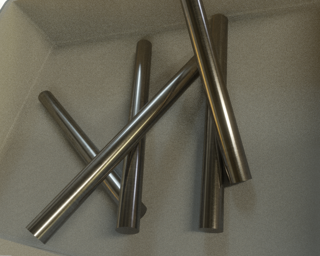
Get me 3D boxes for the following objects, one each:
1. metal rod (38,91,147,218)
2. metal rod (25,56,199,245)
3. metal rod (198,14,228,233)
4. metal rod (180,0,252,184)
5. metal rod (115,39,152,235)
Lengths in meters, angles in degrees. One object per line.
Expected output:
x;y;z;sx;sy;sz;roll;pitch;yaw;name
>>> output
-0.114;0.022;0.451;0.025;0.025;0.300;-46;51;-4;metal rod
-0.030;0.004;0.366;0.025;0.025;0.301;20;56;35;metal rod
0.070;-0.027;0.385;0.025;0.025;0.299;-7;59;25;metal rod
0.052;-0.087;0.354;0.025;0.025;0.299;-17;80;19;metal rod
-0.030;-0.013;0.411;0.025;0.025;0.300;-14;50;20;metal rod
